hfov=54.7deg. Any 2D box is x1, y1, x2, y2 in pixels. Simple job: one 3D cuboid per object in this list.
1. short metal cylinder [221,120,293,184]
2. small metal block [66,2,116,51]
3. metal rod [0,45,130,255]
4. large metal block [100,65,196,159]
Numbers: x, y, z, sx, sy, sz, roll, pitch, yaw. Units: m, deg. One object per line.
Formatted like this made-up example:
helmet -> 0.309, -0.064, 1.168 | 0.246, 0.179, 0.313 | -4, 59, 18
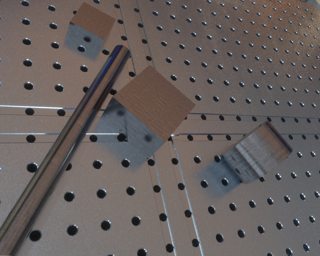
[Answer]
short metal cylinder -> 0.132, 0.033, 0.426 | 0.081, 0.080, 0.050 | -31, 80, -38
small metal block -> -0.098, -0.146, 0.445 | 0.050, 0.025, 0.050 | 26, 52, -13
metal rod -> -0.097, 0.002, 0.355 | 0.025, 0.025, 0.300 | 29, 52, -10
large metal block -> -0.014, -0.021, 0.399 | 0.080, 0.050, 0.080 | 41, 51, 0
